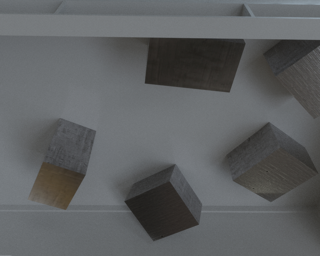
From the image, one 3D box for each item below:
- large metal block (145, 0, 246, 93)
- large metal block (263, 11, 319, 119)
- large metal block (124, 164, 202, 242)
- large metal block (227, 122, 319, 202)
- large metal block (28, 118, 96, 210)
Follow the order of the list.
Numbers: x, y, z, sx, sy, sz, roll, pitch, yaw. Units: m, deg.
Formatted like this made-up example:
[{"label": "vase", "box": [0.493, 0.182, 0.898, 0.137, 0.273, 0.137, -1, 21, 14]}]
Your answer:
[{"label": "large metal block", "box": [0.029, -0.082, 0.303, 0.081, 0.080, 0.050, 5, 130, -5]}, {"label": "large metal block", "box": [0.175, -0.069, 0.335, 0.080, 0.050, 0.080, 37, 121, -27]}, {"label": "large metal block", "box": [0.007, 0.114, 0.472, 0.080, 0.050, 0.080, -28, 103, 21]}, {"label": "large metal block", "box": [0.156, 0.050, 0.437, 0.080, 0.050, 0.080, 31, 124, -24]}, {"label": "large metal block", "box": [-0.129, 0.048, 0.412, 0.050, 0.080, 0.080, 22, 127, -18]}]
